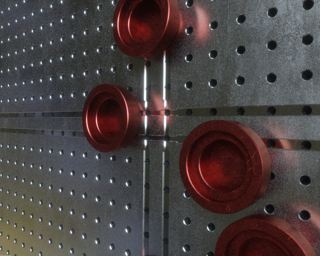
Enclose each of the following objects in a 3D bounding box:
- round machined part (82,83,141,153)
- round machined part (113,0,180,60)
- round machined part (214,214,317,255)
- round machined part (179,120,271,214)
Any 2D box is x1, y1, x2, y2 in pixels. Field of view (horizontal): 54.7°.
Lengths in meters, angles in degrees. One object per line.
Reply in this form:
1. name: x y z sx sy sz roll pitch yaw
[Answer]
1. round machined part: -0.066 -0.014 0.450 0.098 0.042 0.097 0 90 39
2. round machined part: -0.014 -0.139 0.408 0.098 0.042 0.097 0 90 39
3. round machined part: 0.108 0.135 0.309 0.098 0.042 0.097 0 90 39
4. round machined part: 0.072 0.040 0.337 0.098 0.042 0.097 0 90 39
